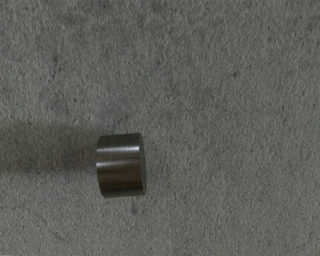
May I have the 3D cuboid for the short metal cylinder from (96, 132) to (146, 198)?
[{"bbox_3d":[-0.047,0.048,0.397,0.050,0.080,0.079,-5,110,1],"label":"short metal cylinder"}]
